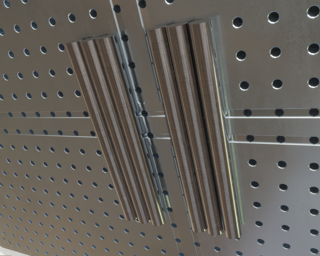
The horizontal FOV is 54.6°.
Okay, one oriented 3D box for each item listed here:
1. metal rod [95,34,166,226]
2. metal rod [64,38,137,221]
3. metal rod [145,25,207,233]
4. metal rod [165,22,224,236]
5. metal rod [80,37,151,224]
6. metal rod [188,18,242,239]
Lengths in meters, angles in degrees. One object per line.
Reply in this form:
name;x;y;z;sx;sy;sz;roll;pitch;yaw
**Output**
metal rod;-0.034;0.020;0.441;0.025;0.025;0.298;1;119;28
metal rod;-0.079;0.019;0.465;0.025;0.025;0.298;1;119;28
metal rod;0.028;0.019;0.408;0.025;0.025;0.298;1;119;28
metal rod;0.050;0.020;0.397;0.025;0.025;0.298;1;119;28
metal rod;-0.056;0.020;0.453;0.025;0.025;0.298;1;119;28
metal rod;0.074;0.021;0.384;0.025;0.025;0.298;1;119;28
